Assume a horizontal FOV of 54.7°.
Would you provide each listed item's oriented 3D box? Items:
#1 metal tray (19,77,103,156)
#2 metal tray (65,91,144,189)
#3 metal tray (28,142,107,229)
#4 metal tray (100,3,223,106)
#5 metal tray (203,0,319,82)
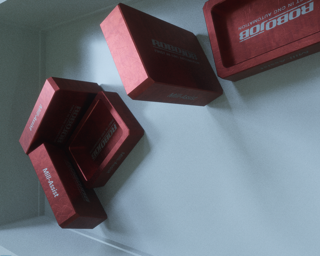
[{"bbox_3d":[-0.153,-0.015,0.487,0.030,0.091,0.129,50,119,28],"label":"metal tray"},{"bbox_3d":[-0.090,0.019,0.474,0.129,0.030,0.090,-52,60,27],"label":"metal tray"},{"bbox_3d":[-0.139,0.089,0.474,0.030,0.090,0.130,-37,65,4],"label":"metal tray"},{"bbox_3d":[0.008,-0.072,0.331,0.030,0.131,0.090,-35,69,34],"label":"metal tray"},{"bbox_3d":[0.113,-0.109,0.309,0.130,0.030,0.090,-17,79,38],"label":"metal tray"}]
